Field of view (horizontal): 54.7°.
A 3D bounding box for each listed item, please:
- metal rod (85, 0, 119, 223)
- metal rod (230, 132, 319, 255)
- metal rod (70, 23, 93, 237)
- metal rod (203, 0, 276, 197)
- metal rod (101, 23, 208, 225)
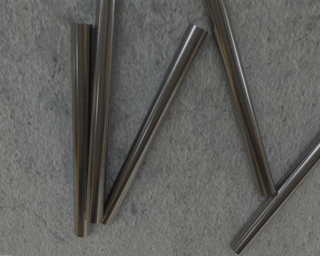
[{"bbox_3d":[-0.076,-0.015,0.394,0.025,0.025,0.298,6,107,-3],"label":"metal rod"},{"bbox_3d":[0.194,0.066,0.436,0.025,0.025,0.298,28,107,-10],"label":"metal rod"},{"bbox_3d":[-0.104,0.017,0.414,0.025,0.025,0.298,4,110,-2],"label":"metal rod"},{"bbox_3d":[0.103,-0.040,0.396,0.025,0.025,0.298,-19,109,6],"label":"metal rod"},{"bbox_3d":[-0.017,0.008,0.412,0.025,0.025,0.298,24,108,-9],"label":"metal rod"}]
